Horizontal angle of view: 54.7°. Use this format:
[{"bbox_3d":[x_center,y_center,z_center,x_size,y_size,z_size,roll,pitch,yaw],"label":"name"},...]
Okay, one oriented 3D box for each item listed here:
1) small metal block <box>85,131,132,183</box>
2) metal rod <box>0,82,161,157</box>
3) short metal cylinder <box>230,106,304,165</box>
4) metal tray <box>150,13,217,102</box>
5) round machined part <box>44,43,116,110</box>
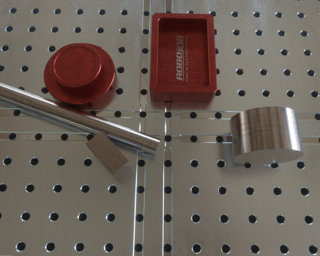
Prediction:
[{"bbox_3d":[-0.062,0.037,0.384,0.025,0.050,0.050,-40,75,-13],"label":"small metal block"},{"bbox_3d":[-0.144,-0.024,0.418,0.301,0.025,0.025,19,71,6],"label":"metal rod"},{"bbox_3d":[0.128,0.012,0.380,0.081,0.080,0.050,0,70,-1],"label":"short metal cylinder"},{"bbox_3d":[0.032,-0.103,0.447,0.091,0.030,0.130,1,70,0],"label":"metal tray"},{"bbox_3d":[-0.112,-0.078,0.430,0.099,0.042,0.098,0,70,-1],"label":"round machined part"}]
